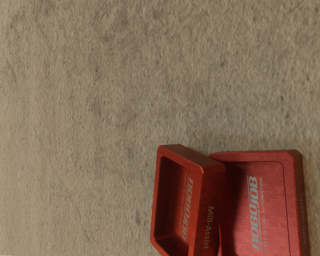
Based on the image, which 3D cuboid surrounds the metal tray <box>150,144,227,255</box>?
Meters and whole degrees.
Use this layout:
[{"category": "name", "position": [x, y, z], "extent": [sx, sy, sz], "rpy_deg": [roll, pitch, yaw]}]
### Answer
[{"category": "metal tray", "position": [0.027, 0.091, 0.351], "extent": [0.090, 0.030, 0.129], "rpy_deg": [23, 111, 57]}]

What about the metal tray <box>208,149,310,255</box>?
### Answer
[{"category": "metal tray", "position": [0.099, 0.089, 0.318], "extent": [0.090, 0.030, 0.129], "rpy_deg": [-6, 86, 39]}]
